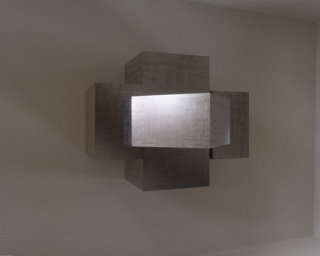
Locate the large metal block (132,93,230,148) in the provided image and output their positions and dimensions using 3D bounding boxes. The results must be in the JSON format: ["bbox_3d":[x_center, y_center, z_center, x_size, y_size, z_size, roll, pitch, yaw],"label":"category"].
[{"bbox_3d":[0.025,-0.007,0.329,0.080,0.080,0.050,-1,91,-65],"label":"large metal block"}]

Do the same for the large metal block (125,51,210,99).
[{"bbox_3d":[0.006,-0.058,0.382,0.081,0.080,0.050,0,90,-20],"label":"large metal block"}]

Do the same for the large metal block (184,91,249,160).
[{"bbox_3d":[0.070,-0.004,0.404,0.050,0.080,0.080,0,90,-21],"label":"large metal block"}]

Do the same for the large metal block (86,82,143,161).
[{"bbox_3d":[-0.056,-0.007,0.360,0.050,0.080,0.080,0,90,-20],"label":"large metal block"}]

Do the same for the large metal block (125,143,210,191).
[{"bbox_3d":[0.006,0.043,0.382,0.081,0.080,0.050,0,90,-20],"label":"large metal block"}]
